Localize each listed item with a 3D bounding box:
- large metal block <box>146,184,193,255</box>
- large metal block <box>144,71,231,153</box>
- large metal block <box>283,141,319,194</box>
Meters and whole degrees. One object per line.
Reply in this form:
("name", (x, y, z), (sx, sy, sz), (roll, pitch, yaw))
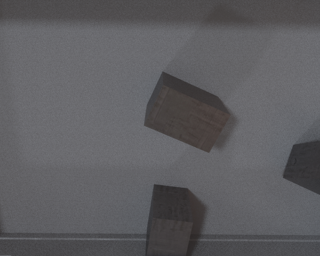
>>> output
("large metal block", (0.010, 0.137, 0.432), (0.050, 0.080, 0.079), (8, 110, -3))
("large metal block", (0.029, -0.022, 0.374), (0.080, 0.080, 0.050), (23, 109, -8))
("large metal block", (0.223, 0.057, 0.397), (0.080, 0.080, 0.050), (25, 77, -8))
